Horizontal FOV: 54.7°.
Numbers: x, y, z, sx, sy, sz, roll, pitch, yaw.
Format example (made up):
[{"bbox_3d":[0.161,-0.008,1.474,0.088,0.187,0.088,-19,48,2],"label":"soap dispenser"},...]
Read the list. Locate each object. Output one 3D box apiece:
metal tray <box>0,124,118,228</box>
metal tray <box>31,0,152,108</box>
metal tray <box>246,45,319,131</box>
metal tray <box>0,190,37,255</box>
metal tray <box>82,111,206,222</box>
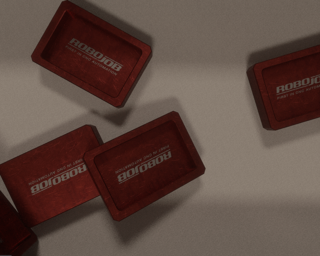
[{"bbox_3d":[-0.129,0.061,0.407,0.131,0.030,0.090,-25,90,-1],"label":"metal tray"},{"bbox_3d":[-0.087,-0.095,0.407,0.130,0.030,0.090,29,90,-1],"label":"metal tray"},{"bbox_3d":[0.192,-0.057,0.411,0.131,0.030,0.090,-17,90,-1],"label":"metal tray"},{"bbox_3d":[-0.216,0.109,0.376,0.030,0.090,0.130,-38,91,0],"label":"metal tray"},{"bbox_3d":[-0.019,0.045,0.390,0.131,0.030,0.090,-26,90,-18],"label":"metal tray"}]
